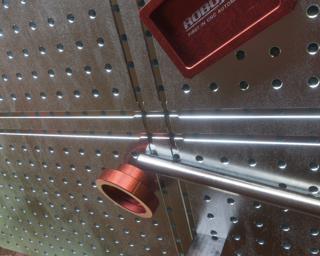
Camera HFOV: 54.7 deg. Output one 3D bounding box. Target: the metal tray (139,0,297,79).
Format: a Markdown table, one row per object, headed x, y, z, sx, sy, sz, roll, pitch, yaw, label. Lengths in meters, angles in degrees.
| x | y | z | sx | sy | sz | roll | pitch | yaw | label |
| --- | --- | --- | --- | --- | --- | --- | --- | --- | --- |
| 0.052 | -0.119 | 0.306 | 0.130 | 0.030 | 0.090 | -31 | 102 | 38 | metal tray |

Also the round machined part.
| x | y | z | sx | sy | sz | roll | pitch | yaw | label |
| --- | --- | --- | --- | --- | --- | --- | --- | --- | --- |
| -0.043 | 0.090 | 0.464 | 0.098 | 0.042 | 0.098 | 24 | 150 | 15 | round machined part |

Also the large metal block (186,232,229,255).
| x | y | z | sx | sy | sz | roll | pitch | yaw | label |
| --- | --- | --- | --- | --- | --- | --- | --- | --- | --- |
| 0.072 | 0.224 | 0.476 | 0.050 | 0.080 | 0.080 | 1 | 119 | 28 | large metal block |

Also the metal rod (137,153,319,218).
| x | y | z | sx | sy | sz | roll | pitch | yaw | label |
| --- | --- | --- | --- | --- | --- | --- | --- | --- | --- |
| 0.109 | 0.077 | 0.401 | 0.301 | 0.025 | 0.025 | 12 | 124 | 21 | metal rod |
